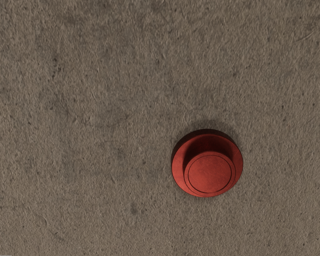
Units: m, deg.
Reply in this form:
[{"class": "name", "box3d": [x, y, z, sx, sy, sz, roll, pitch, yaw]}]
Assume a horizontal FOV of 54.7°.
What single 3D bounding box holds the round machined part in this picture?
[{"class": "round machined part", "box3d": [0.065, 0.054, 0.422, 0.099, 0.042, 0.097, 0, 110, -1]}]
